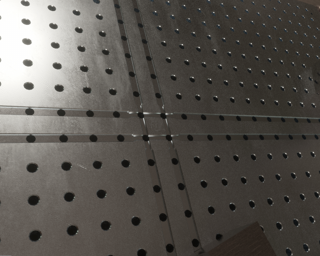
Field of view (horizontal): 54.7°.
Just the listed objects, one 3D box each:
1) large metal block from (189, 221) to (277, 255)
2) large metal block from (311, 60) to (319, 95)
[{"bbox_3d":[0.087,0.162,0.342,0.081,0.050,0.080,-15,70,-35],"label":"large metal block"},{"bbox_3d":[0.380,-0.104,0.664,0.080,0.050,0.080,22,53,-15],"label":"large metal block"}]
